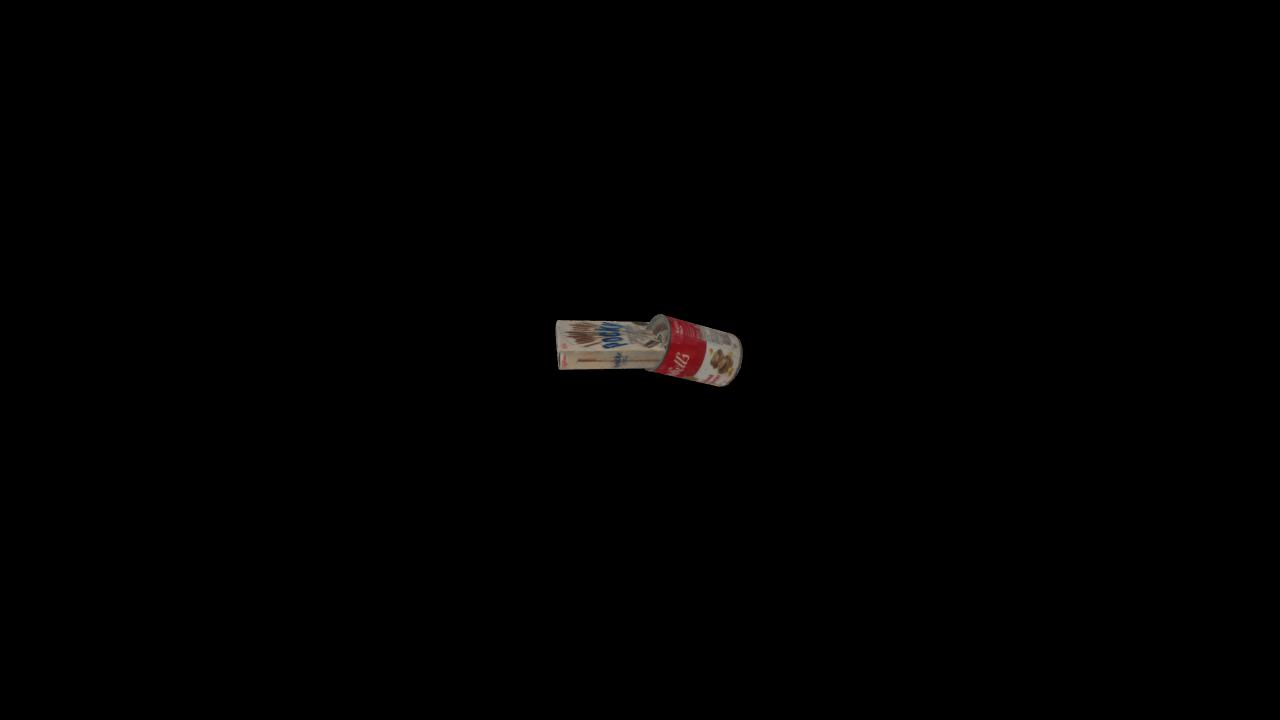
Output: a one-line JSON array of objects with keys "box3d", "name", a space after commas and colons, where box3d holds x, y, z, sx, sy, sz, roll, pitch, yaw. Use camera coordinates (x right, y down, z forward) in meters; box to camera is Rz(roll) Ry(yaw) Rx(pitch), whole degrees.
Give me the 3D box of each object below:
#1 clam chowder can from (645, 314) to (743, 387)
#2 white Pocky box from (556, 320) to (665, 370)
[{"box3d": [0.061, -0.010, 0.722, 0.102, 0.068, 0.068, 12, -5, -25], "name": "clam chowder can"}, {"box3d": [-0.020, -0.018, 0.716, 0.154, 0.028, 0.084, 0, 28, -10], "name": "white Pocky box"}]
